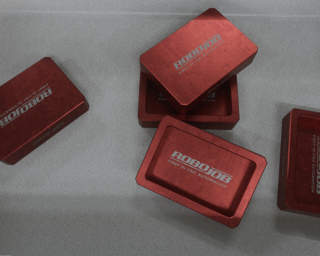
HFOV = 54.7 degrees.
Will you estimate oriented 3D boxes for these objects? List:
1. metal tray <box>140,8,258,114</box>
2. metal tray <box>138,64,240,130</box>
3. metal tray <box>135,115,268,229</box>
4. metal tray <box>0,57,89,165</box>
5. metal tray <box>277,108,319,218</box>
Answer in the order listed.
[{"bbox_3d":[0.050,-0.091,0.408,0.131,0.030,0.090,-38,75,-13],"label":"metal tray"},{"bbox_3d":[0.038,-0.045,0.423,0.131,0.030,0.090,2,70,0],"label":"metal tray"},{"bbox_3d":[0.048,0.050,0.372,0.130,0.030,0.090,24,94,8],"label":"metal tray"},{"bbox_3d":[-0.174,-0.025,0.414,0.130,0.030,0.090,-39,75,-13],"label":"metal tray"},{"bbox_3d":[0.202,0.046,0.392,0.091,0.030,0.130,10,70,3],"label":"metal tray"}]
